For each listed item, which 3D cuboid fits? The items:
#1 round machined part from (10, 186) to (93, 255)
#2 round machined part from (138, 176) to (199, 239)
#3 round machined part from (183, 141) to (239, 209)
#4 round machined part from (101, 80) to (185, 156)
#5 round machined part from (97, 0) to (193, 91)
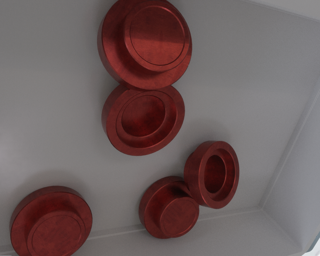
[{"bbox_3d":[-0.132,0.126,0.387,0.099,0.042,0.097,-8,106,-28],"label":"round machined part"},{"bbox_3d":[0.021,0.127,0.473,0.099,0.042,0.097,-9,109,-26],"label":"round machined part"},{"bbox_3d":[0.073,0.067,0.460,0.099,0.042,0.097,1,89,-43],"label":"round machined part"},{"bbox_3d":[-0.023,-0.018,0.374,0.099,0.042,0.097,-14,124,-21],"label":"round machined part"},{"bbox_3d":[-0.010,-0.087,0.312,0.099,0.042,0.097,0,90,-24],"label":"round machined part"}]
